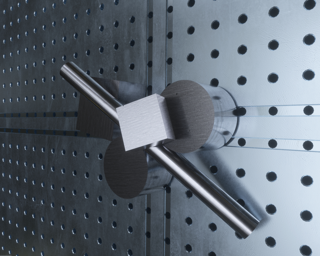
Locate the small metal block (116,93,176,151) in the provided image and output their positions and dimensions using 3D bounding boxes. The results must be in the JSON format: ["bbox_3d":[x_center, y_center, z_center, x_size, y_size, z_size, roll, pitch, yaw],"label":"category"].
[{"bbox_3d":[-0.016,-0.005,0.343,0.050,0.025,0.050,-18,78,20],"label":"small metal block"}]

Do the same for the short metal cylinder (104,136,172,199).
[{"bbox_3d":[-0.029,0.050,0.412,0.080,0.050,0.079,0,90,40],"label":"short metal cylinder"}]

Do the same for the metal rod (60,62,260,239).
[{"bbox_3d":[-0.013,0.015,0.369,0.300,0.025,0.025,40,115,17],"label":"metal rod"}]

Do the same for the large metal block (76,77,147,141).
[{"bbox_3d":[-0.071,-0.029,0.445,0.080,0.050,0.079,14,99,39],"label":"large metal block"}]

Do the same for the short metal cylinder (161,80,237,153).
[{"bbox_3d":[0.040,-0.012,0.355,0.080,0.050,0.079,0,90,40],"label":"short metal cylinder"}]
